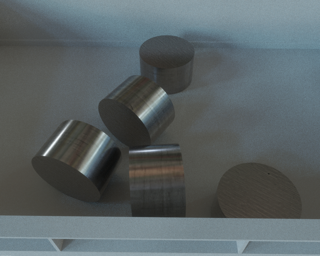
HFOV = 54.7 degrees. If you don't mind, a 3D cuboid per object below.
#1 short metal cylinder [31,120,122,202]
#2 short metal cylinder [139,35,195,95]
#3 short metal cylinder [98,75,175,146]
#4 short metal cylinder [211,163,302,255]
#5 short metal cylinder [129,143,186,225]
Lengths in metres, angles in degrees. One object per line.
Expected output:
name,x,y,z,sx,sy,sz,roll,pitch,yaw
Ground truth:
short metal cylinder,-0.089,0.037,0.338,0.080,0.080,0.050,17,52,14
short metal cylinder,0.010,-0.096,0.470,0.080,0.050,0.080,0,50,0
short metal cylinder,-0.029,-0.018,0.384,0.080,0.080,0.050,28,56,22
short metal cylinder,0.096,0.083,0.320,0.080,0.050,0.080,0,50,0
short metal cylinder,-0.004,0.057,0.321,0.050,0.080,0.080,-3,50,-3
